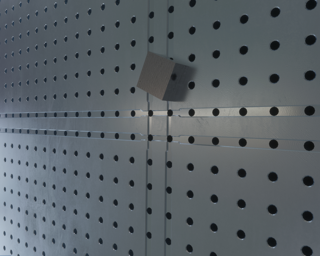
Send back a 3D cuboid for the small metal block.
[{"bbox_3d":[0.002,-0.068,0.409,0.050,0.025,0.050,32,110,35],"label":"small metal block"}]
